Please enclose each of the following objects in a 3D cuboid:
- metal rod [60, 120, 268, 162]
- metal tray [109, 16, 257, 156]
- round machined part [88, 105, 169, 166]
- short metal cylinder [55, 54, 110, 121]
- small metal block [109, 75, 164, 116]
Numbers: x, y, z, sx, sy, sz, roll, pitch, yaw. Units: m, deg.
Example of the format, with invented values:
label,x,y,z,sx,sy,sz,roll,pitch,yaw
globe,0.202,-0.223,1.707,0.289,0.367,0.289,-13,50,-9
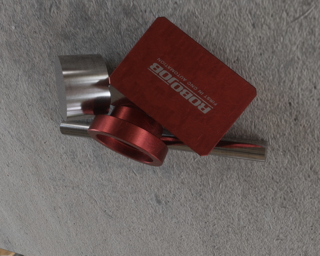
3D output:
label,x,y,z,sx,sy,sz,roll,pitch,yaw
metal rod,-0.012,0.013,0.423,0.301,0.025,0.025,6,121,25
metal tray,0.024,-0.043,0.333,0.130,0.030,0.090,39,90,1
round machined part,-0.034,0.007,0.380,0.098,0.042,0.098,22,163,7
short metal cylinder,-0.098,-0.051,0.387,0.080,0.050,0.080,172,90,-66
small metal block,-0.027,-0.042,0.378,0.050,0.050,0.025,22,127,15
